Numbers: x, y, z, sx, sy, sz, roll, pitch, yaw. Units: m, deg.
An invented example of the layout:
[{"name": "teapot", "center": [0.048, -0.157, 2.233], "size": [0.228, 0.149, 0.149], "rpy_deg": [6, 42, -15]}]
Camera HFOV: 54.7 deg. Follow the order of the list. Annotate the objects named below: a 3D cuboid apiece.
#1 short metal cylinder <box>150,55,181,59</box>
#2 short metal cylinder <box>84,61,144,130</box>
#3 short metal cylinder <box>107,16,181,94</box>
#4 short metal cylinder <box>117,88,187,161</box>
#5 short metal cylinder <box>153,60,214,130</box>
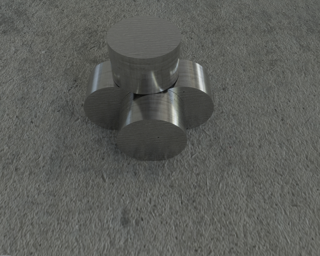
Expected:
[{"name": "short metal cylinder", "center": [-0.009, -0.081, 0.437], "size": [0.081, 0.080, 0.050], "rpy_deg": [-1, 50, -2]}, {"name": "short metal cylinder", "center": [-0.055, -0.041, 0.403], "size": [0.081, 0.080, 0.050], "rpy_deg": [-1, 50, -1]}, {"name": "short metal cylinder", "center": [-0.017, -0.084, 0.355], "size": [0.081, 0.050, 0.080], "rpy_deg": [0, 50, 0]}, {"name": "short metal cylinder", "center": [-0.009, -0.003, 0.371], "size": [0.081, 0.080, 0.050], "rpy_deg": [0, 50, -1]}, {"name": "short metal cylinder", "center": [0.027, -0.041, 0.404], "size": [0.081, 0.080, 0.050], "rpy_deg": [0, 50, -1]}]
